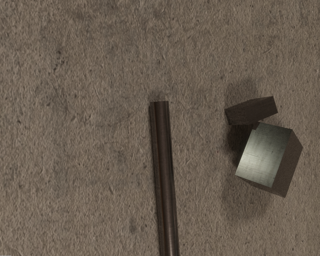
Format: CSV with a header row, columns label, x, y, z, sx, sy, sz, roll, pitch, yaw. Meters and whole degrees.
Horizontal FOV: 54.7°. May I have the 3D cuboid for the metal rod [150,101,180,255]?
label,x,y,z,sx,sy,sz,roll,pitch,yaw
metal rod,0.010,0.114,0.413,0.025,0.025,0.298,-5,92,-20

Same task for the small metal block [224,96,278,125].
label,x,y,z,sx,sy,sz,roll,pitch,yaw
small metal block,0.130,-0.024,0.445,0.050,0.050,0.025,-20,97,-19

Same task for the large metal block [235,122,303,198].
label,x,y,z,sx,sy,sz,roll,pitch,yaw
large metal block,0.156,0.046,0.436,0.080,0.050,0.080,33,77,-51
